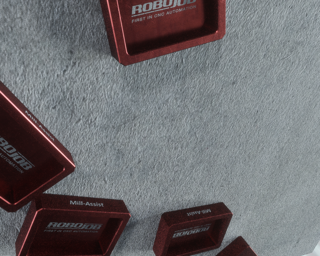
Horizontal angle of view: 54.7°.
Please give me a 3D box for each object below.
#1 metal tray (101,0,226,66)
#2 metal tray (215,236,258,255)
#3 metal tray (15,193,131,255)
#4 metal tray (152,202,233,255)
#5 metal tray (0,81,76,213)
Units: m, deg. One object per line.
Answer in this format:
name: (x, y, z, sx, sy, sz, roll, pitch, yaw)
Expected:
metal tray: (0.007, -0.127, 0.327, 0.131, 0.030, 0.089, -20, 126, -17)
metal tray: (0.173, 0.301, 0.684, 0.090, 0.030, 0.130, -40, 130, -2)
metal tray: (-0.117, 0.139, 0.425, 0.131, 0.030, 0.089, 15, 111, -34)
metal tray: (0.058, 0.183, 0.548, 0.131, 0.030, 0.089, -2, 119, -28)
metal tray: (-0.165, 0.024, 0.327, 0.090, 0.030, 0.130, -35, 129, -5)
